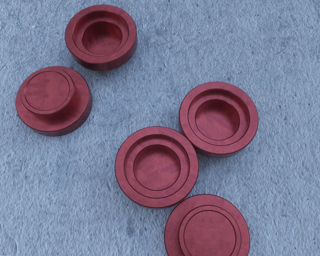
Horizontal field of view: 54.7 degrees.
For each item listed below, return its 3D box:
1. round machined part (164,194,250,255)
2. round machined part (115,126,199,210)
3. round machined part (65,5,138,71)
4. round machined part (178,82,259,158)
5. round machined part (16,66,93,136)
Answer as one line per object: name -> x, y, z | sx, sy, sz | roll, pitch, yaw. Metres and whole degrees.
round machined part -> 0.054, 0.124, 0.354 | 0.099, 0.042, 0.098 | 0, 70, 0
round machined part -> -0.003, 0.050, 0.380 | 0.099, 0.042, 0.098 | 0, 70, 0
round machined part -> -0.081, -0.124, 0.444 | 0.099, 0.042, 0.098 | 0, 70, 0
round machined part -> 0.073, -0.008, 0.402 | 0.099, 0.042, 0.098 | 0, 70, 0
round machined part -> -0.143, -0.041, 0.413 | 0.099, 0.042, 0.098 | 0, 70, 0
